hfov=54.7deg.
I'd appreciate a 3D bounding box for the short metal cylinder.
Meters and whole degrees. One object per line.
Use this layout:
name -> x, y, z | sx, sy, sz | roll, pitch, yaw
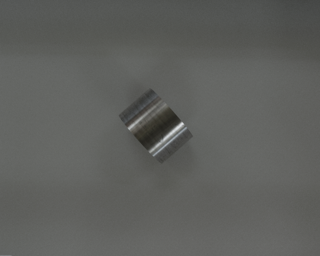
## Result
short metal cylinder -> -0.005, -0.003, 0.381 | 0.050, 0.080, 0.080 | -41, 91, 0
